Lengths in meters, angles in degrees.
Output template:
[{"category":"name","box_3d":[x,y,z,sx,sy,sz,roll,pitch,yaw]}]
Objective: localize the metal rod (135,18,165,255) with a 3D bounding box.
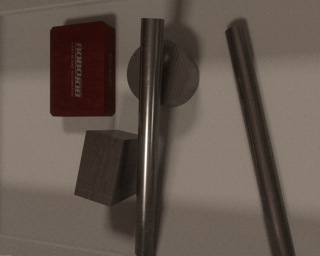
[{"category":"metal rod","box_3d":[-0.015,0.025,0.375,0.025,0.025,0.298,9,108,19]}]

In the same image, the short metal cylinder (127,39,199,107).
[{"category":"short metal cylinder","box_3d":[0.005,-0.067,0.395,0.080,0.050,0.079,0,90,19]}]

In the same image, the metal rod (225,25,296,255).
[{"category":"metal rod","box_3d":[0.120,0.026,0.367,0.025,0.025,0.298,-12,86,19]}]

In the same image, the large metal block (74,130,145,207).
[{"category":"large metal block","box_3d":[-0.059,0.047,0.401,0.050,0.080,0.079,13,95,19]}]

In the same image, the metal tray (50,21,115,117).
[{"category":"metal tray","box_3d":[-0.112,-0.081,0.446,0.090,0.030,0.129,0,90,19]}]
